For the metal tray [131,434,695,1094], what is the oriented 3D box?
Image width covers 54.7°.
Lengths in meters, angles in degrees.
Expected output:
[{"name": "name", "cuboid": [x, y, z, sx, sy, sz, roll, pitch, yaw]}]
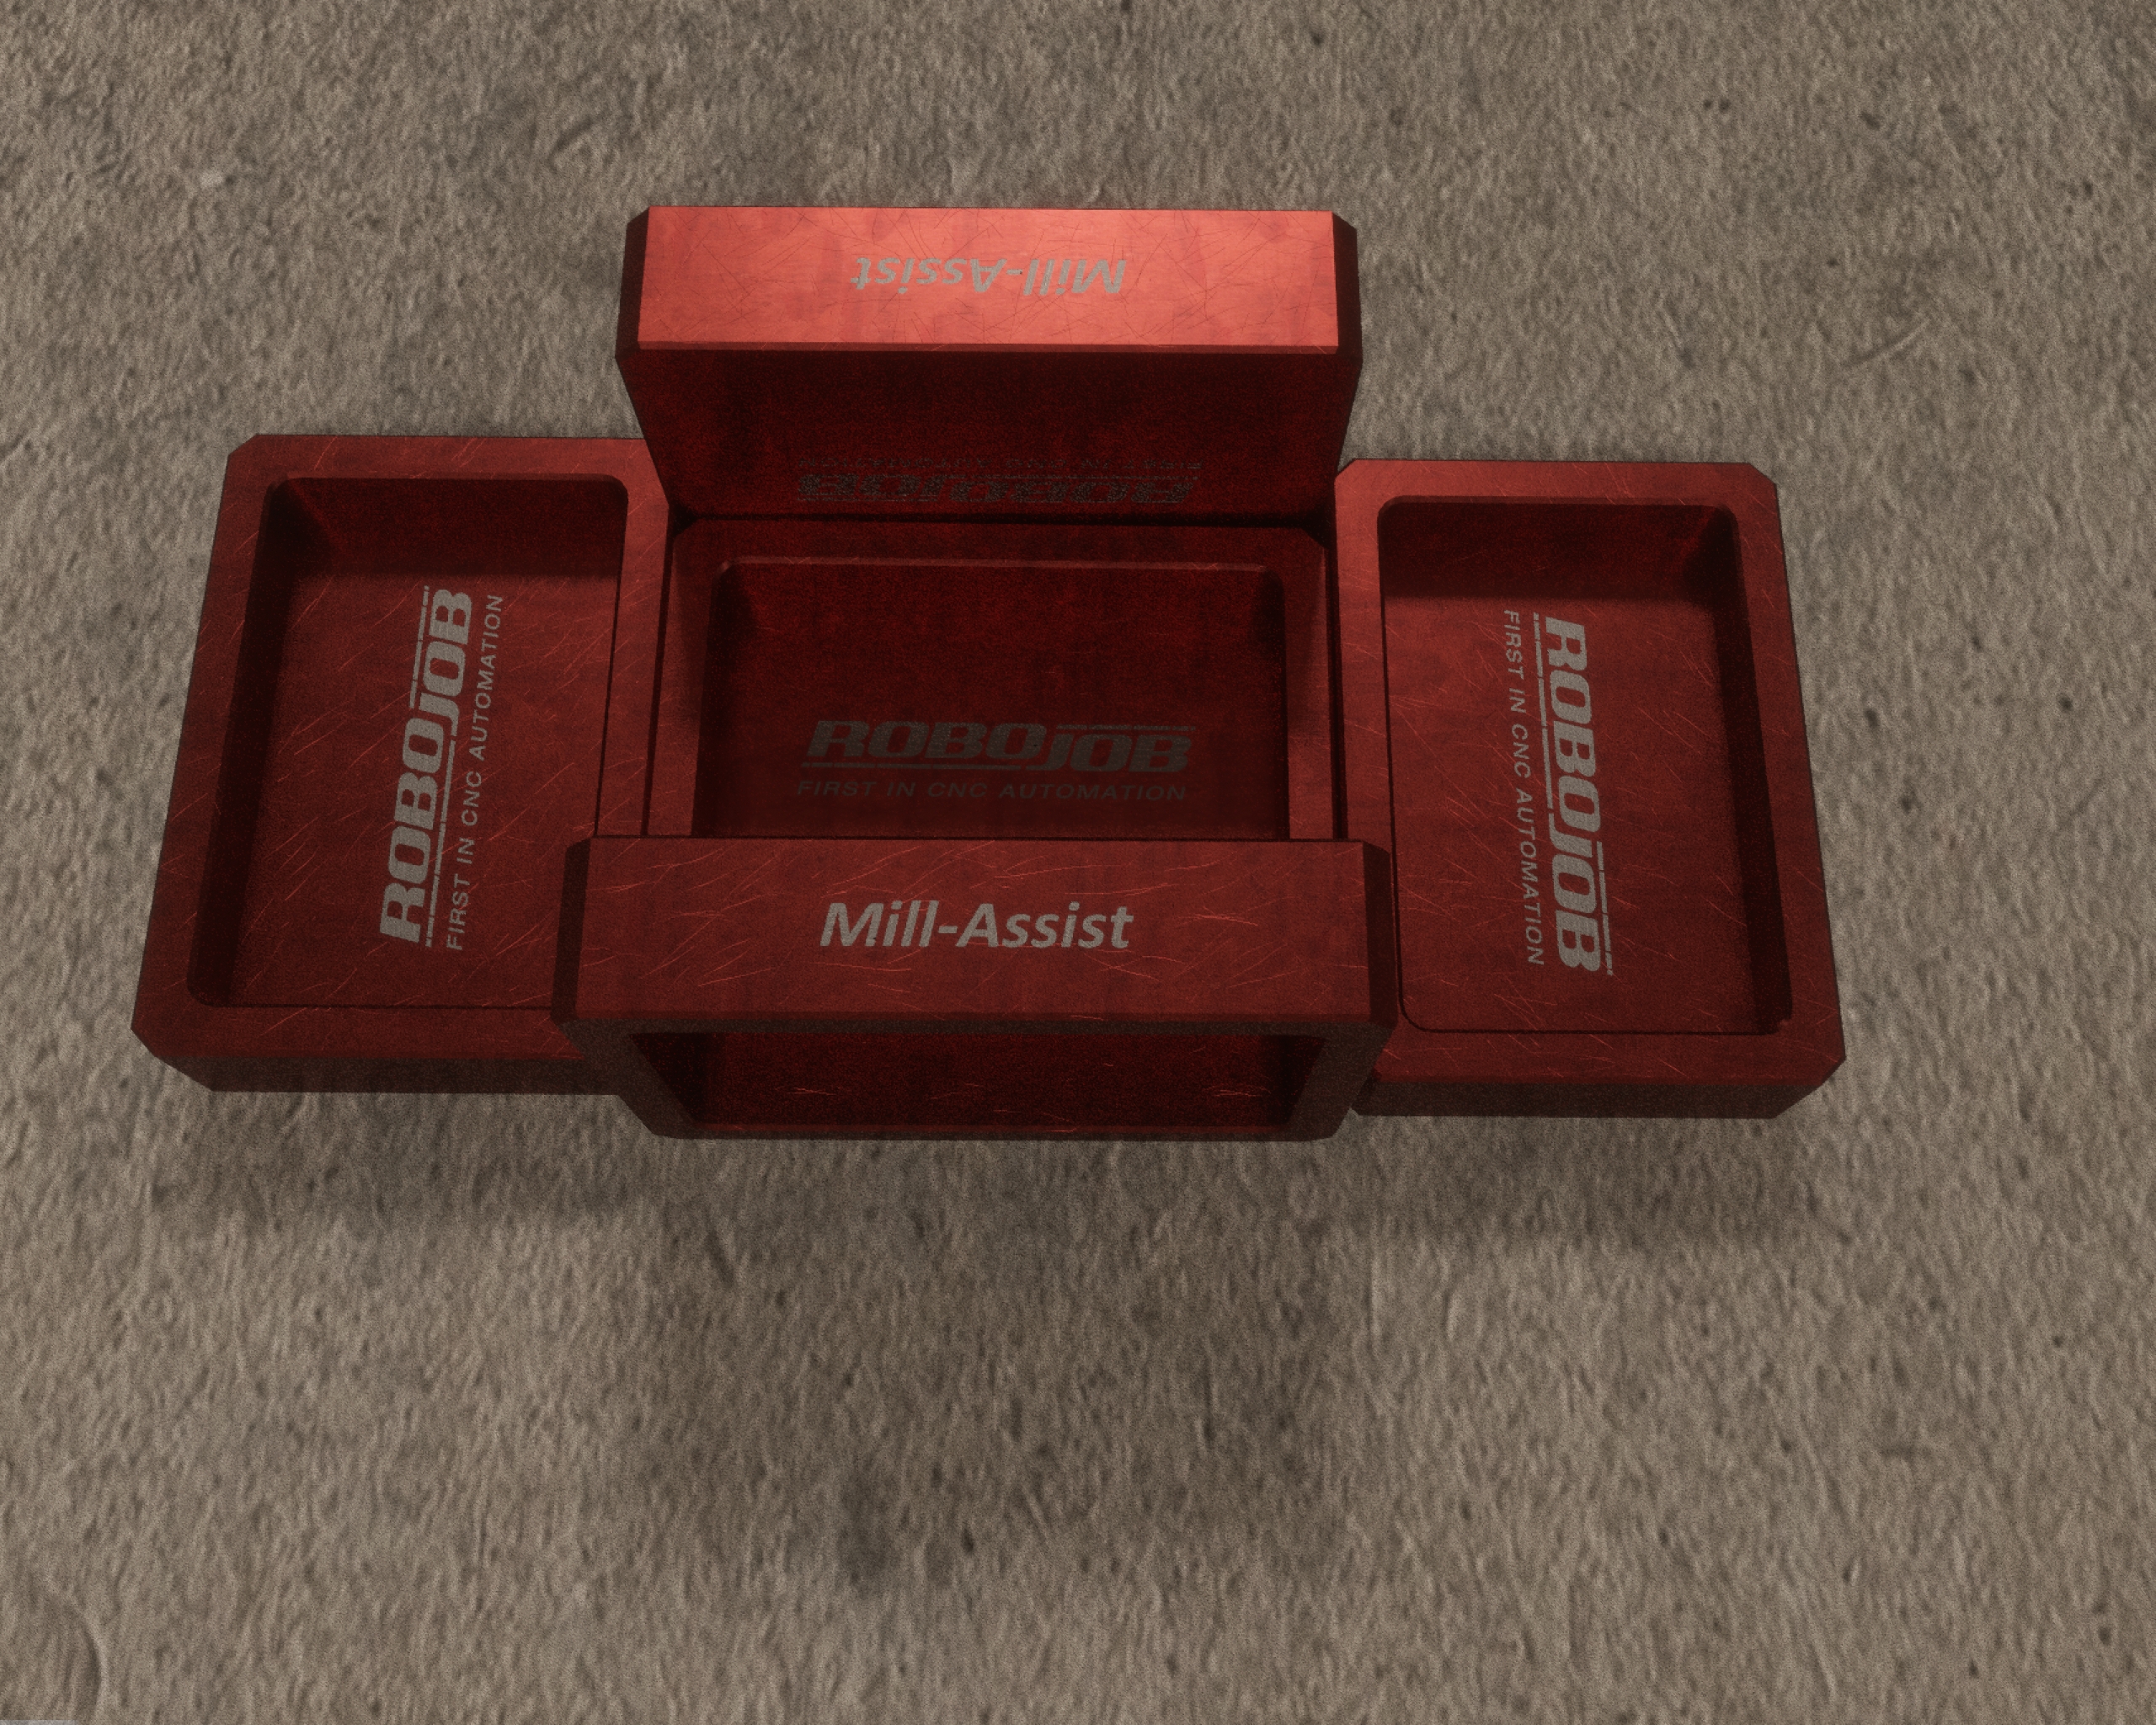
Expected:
[{"name": "metal tray", "cuboid": [-0.126, -0.021, 0.413, 0.091, 0.030, 0.130, 1, 70, 0]}]

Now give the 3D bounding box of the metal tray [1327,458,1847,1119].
[{"name": "metal tray", "cuboid": [0.095, -0.016, 0.414, 0.091, 0.030, 0.130, 1, 70, 0]}]

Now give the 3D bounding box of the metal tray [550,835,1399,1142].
[{"name": "metal tray", "cuboid": [-0.016, 0.025, 0.364, 0.131, 0.090, 0.030, 0, 70, 0]}]

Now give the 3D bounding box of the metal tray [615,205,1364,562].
[{"name": "metal tray", "cuboid": [-0.015, -0.088, 0.407, 0.131, 0.090, 0.030, 0, 70, 0]}]

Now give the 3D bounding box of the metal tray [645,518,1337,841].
[{"name": "metal tray", "cuboid": [-0.016, -0.021, 0.414, 0.131, 0.030, 0.090, 1, 70, 0]}]
